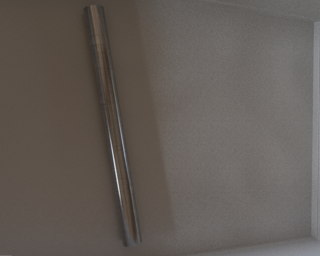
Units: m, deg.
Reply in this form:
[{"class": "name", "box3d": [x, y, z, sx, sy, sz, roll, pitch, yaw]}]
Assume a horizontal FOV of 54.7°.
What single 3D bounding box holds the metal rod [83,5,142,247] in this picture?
[{"class": "metal rod", "box3d": [-0.059, 0.000, 0.389, 0.025, 0.025, 0.298, -10, 94, -20]}]
